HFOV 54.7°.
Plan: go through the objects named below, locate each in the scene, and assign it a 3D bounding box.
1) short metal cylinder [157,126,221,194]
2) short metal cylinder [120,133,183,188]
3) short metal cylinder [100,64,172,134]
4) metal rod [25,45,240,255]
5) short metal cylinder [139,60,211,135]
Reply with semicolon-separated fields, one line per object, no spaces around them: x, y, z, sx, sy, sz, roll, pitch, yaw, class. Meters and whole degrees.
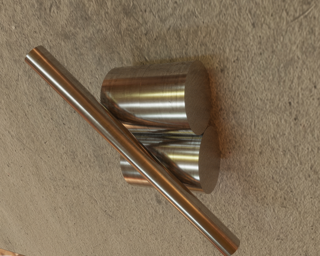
0.037;0.037;0.376;0.050;0.080;0.080;1;119;28;short metal cylinder
-0.007;0.037;0.400;0.050;0.080;0.080;1;119;28;short metal cylinder
-0.025;-0.033;0.365;0.050;0.080;0.080;1;119;28;short metal cylinder
-0.026;0.028;0.336;0.300;0.025;0.025;45;129;-4;metal rod
0.020;-0.032;0.343;0.050;0.080;0.080;1;119;28;short metal cylinder
